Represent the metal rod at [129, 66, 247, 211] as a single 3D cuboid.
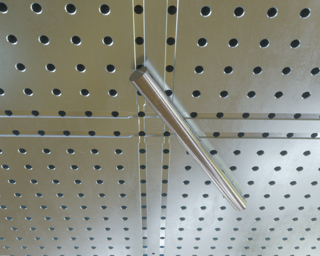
[{"bbox_3d":[0.055,0.033,0.440,0.025,0.025,0.300,-26,126,20],"label":"metal rod"}]
